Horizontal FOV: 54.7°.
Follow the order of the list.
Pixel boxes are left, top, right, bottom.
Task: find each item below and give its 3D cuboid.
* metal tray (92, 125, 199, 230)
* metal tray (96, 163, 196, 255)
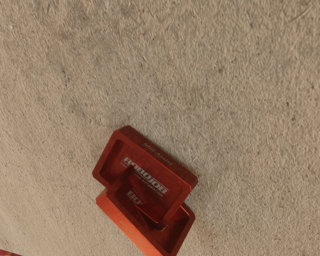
[{"bbox_3d":[-0.024,0.069,0.434,0.130,0.030,0.089,37,116,12],"label":"metal tray"},{"bbox_3d":[-0.016,0.116,0.442,0.130,0.090,0.030,48,133,-6],"label":"metal tray"}]
